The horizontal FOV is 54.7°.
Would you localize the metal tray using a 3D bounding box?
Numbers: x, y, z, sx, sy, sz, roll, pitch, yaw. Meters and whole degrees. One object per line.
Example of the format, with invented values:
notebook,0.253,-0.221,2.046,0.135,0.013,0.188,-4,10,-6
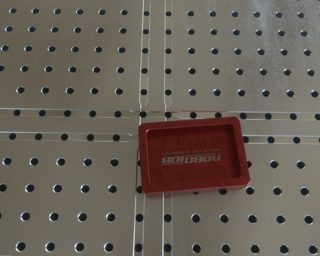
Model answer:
metal tray,0.041,0.036,0.396,0.131,0.030,0.090,-4,70,-2
